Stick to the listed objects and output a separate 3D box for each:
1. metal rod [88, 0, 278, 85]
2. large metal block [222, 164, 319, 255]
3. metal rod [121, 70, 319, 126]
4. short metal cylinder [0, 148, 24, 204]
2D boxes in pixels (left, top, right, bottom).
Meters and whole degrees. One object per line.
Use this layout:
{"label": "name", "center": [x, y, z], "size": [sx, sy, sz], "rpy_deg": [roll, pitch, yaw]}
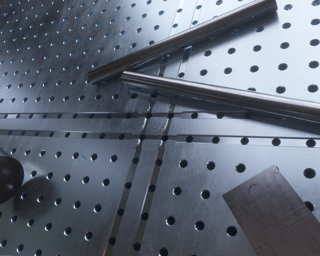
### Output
{"label": "metal rod", "center": [0.023, -0.130, 0.474], "size": [0.301, 0.025, 0.025], "rpy_deg": [-19, 55, 16]}
{"label": "large metal block", "center": [0.104, 0.089, 0.263], "size": [0.050, 0.080, 0.080], "rpy_deg": [-33, 52, 6]}
{"label": "metal rod", "center": [0.068, -0.043, 0.398], "size": [0.300, 0.025, 0.025], "rpy_deg": [16, 70, 34]}
{"label": "short metal cylinder", "center": [-0.254, 0.070, 0.461], "size": [0.050, 0.080, 0.080], "rpy_deg": [23, 74, 36]}
